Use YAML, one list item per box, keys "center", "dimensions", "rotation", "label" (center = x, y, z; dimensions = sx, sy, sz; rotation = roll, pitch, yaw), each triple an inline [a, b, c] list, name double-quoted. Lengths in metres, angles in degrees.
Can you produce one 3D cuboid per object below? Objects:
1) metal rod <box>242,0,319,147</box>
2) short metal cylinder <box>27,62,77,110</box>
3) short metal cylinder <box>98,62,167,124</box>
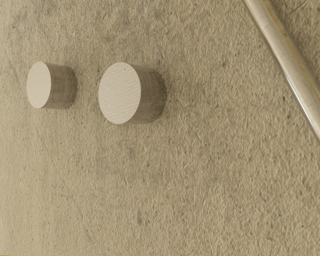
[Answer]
- center: [0.108, -0.111, 0.315]
  dimensions: [0.025, 0.025, 0.299]
  rotation: [-33, 70, 35]
  label: "metal rod"
- center: [-0.191, -0.073, 0.547]
  dimensions: [0.080, 0.050, 0.080]
  rotation: [0, 90, 40]
  label: "short metal cylinder"
- center: [-0.038, -0.045, 0.420]
  dimensions: [0.080, 0.050, 0.080]
  rotation: [0, 90, 40]
  label: "short metal cylinder"
